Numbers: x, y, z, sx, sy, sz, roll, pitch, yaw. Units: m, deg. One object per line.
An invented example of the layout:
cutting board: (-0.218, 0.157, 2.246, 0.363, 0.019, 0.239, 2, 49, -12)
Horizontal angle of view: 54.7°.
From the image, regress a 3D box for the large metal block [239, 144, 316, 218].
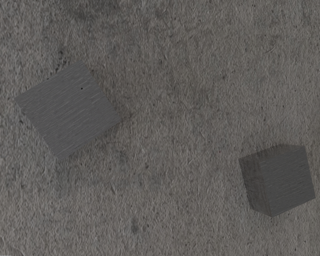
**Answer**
large metal block: (0.173, 0.074, 0.459, 0.081, 0.050, 0.080, -16, 96, -19)

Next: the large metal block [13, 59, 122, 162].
large metal block: (-0.105, -0.020, 0.357, 0.080, 0.050, 0.080, -36, 102, -16)
